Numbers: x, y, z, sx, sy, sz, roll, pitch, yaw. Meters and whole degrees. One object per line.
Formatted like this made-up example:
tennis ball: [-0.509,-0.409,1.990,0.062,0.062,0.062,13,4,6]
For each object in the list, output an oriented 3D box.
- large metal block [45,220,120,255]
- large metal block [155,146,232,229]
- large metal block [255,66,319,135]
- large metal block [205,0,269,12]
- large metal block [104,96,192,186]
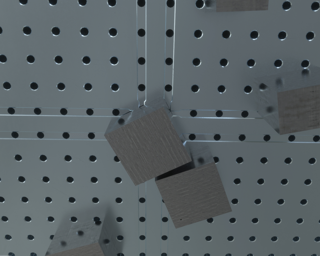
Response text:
large metal block: [-0.113,0.197,0.471,0.080,0.050,0.080,-16,110,5]
large metal block: [0.045,0.082,0.431,0.080,0.050,0.080,-19,109,6]
large metal block: [0.169,-0.036,0.373,0.080,0.080,0.050,-10,110,3]
large metal block: [0.078,-0.165,0.325,0.050,0.080,0.079,-2,110,0]
large metal block: [-0.014,0.016,0.406,0.080,0.050,0.080,-25,109,8]
